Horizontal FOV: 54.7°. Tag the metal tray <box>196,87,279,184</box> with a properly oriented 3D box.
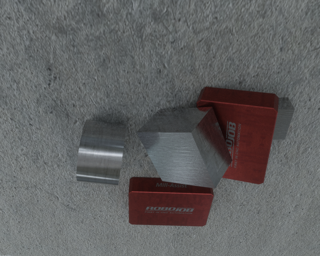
[{"bbox_3d":[0.095,0.013,0.398,0.090,0.030,0.129,8,132,17],"label":"metal tray"}]

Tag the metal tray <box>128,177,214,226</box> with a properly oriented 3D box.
[{"bbox_3d":[0.015,0.123,0.509,0.131,0.030,0.089,2,130,-3],"label":"metal tray"}]

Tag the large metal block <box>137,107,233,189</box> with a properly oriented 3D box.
[{"bbox_3d":[0.031,0.023,0.379,0.080,0.050,0.080,-1,125,41],"label":"large metal block"}]

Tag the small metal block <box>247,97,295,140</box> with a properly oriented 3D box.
[{"bbox_3d":[0.138,-0.011,0.399,0.050,0.025,0.050,-1,130,0],"label":"small metal block"}]

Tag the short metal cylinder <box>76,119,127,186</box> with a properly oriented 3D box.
[{"bbox_3d":[-0.073,0.032,0.397,0.050,0.080,0.079,8,130,-7],"label":"short metal cylinder"}]
